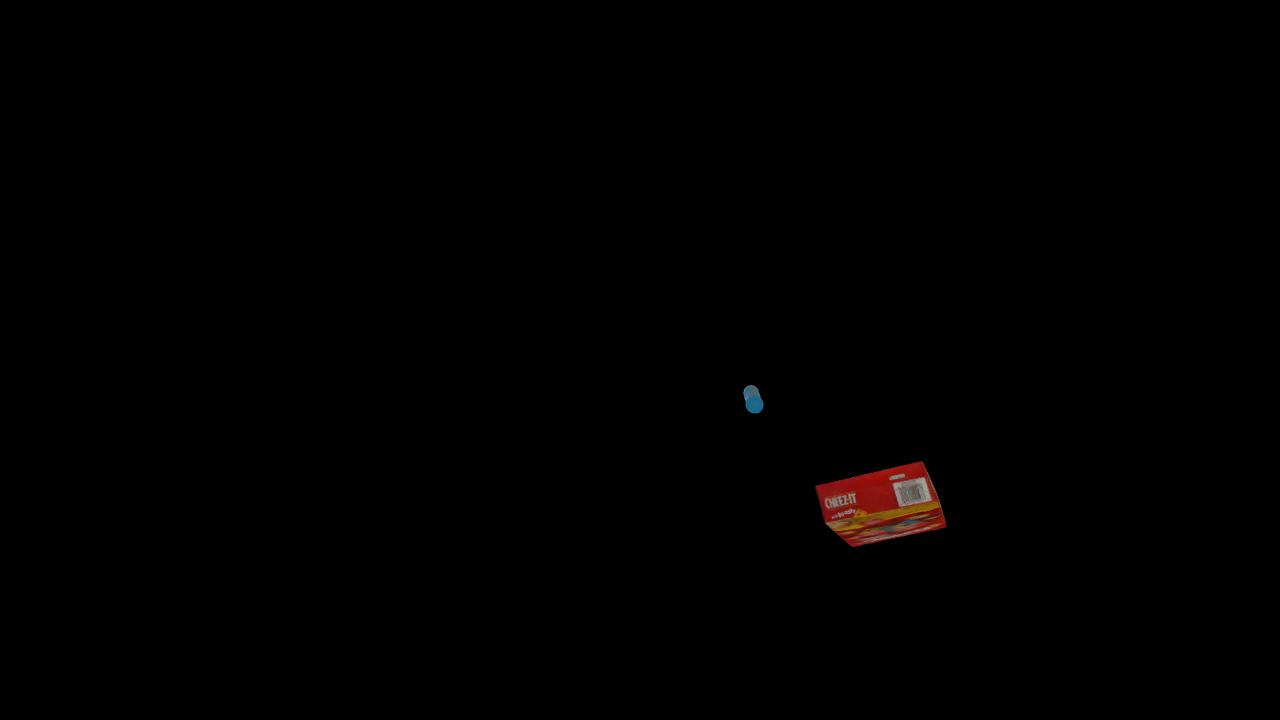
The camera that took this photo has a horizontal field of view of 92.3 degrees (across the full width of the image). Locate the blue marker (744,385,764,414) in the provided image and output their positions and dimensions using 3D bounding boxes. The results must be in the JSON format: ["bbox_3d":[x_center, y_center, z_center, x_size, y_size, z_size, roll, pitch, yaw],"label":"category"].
[{"bbox_3d":[0.129,0.044,0.701,0.020,0.020,0.121,0,4,9],"label":"blue marker"}]

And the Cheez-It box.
[{"bbox_3d":[0.398,0.241,1.002,0.166,0.071,0.223,-19,-32,22],"label":"Cheez-It box"}]
